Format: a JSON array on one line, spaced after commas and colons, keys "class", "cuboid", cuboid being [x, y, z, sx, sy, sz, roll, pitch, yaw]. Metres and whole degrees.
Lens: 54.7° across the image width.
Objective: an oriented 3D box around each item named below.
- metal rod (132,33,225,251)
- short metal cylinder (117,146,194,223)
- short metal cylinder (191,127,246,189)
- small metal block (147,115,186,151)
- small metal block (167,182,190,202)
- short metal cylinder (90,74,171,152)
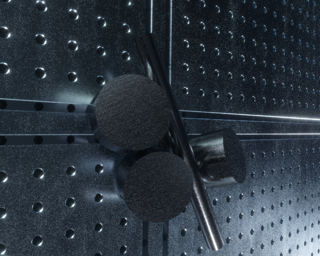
[{"class": "metal rod", "cuboid": [0.029, 0.029, 0.396, 0.025, 0.025, 0.298, -32, 110, -35]}, {"class": "short metal cylinder", "cuboid": [-0.008, 0.064, 0.365, 0.081, 0.050, 0.079, -1, 94, -17]}, {"class": "short metal cylinder", "cuboid": [0.084, 0.044, 0.442, 0.080, 0.050, 0.080, 33, 49, -48]}, {"class": "small metal block", "cuboid": [0.000, -0.004, 0.405, 0.050, 0.025, 0.050, -51, 120, -28]}, {"class": "small metal block", "cuboid": [0.029, 0.073, 0.429, 0.050, 0.025, 0.050, -48, 119, -29]}, {"class": "short metal cylinder", "cuboid": [-0.034, -0.014, 0.342, 0.081, 0.050, 0.080, 3, 81, -19]}]
